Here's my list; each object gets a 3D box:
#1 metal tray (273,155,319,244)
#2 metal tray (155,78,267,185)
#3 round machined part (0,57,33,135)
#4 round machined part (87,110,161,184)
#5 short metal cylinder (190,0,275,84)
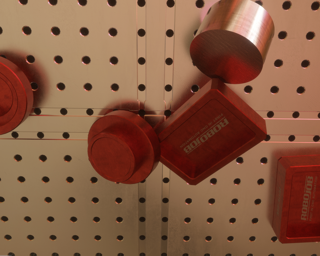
[{"bbox_3d":[0.219,0.105,0.452,0.091,0.030,0.129,-3,110,0],"label":"metal tray"},{"bbox_3d":[0.055,0.010,0.393,0.090,0.030,0.129,39,124,-14],"label":"metal tray"},{"bbox_3d":[-0.207,-0.043,0.386,0.099,0.042,0.097,0,110,-1],"label":"round machined part"},{"bbox_3d":[-0.052,0.030,0.396,0.098,0.042,0.097,10,115,22],"label":"round machined part"},{"bbox_3d":[0.080,-0.094,0.344,0.080,0.080,0.050,31,64,-11],"label":"short metal cylinder"}]
